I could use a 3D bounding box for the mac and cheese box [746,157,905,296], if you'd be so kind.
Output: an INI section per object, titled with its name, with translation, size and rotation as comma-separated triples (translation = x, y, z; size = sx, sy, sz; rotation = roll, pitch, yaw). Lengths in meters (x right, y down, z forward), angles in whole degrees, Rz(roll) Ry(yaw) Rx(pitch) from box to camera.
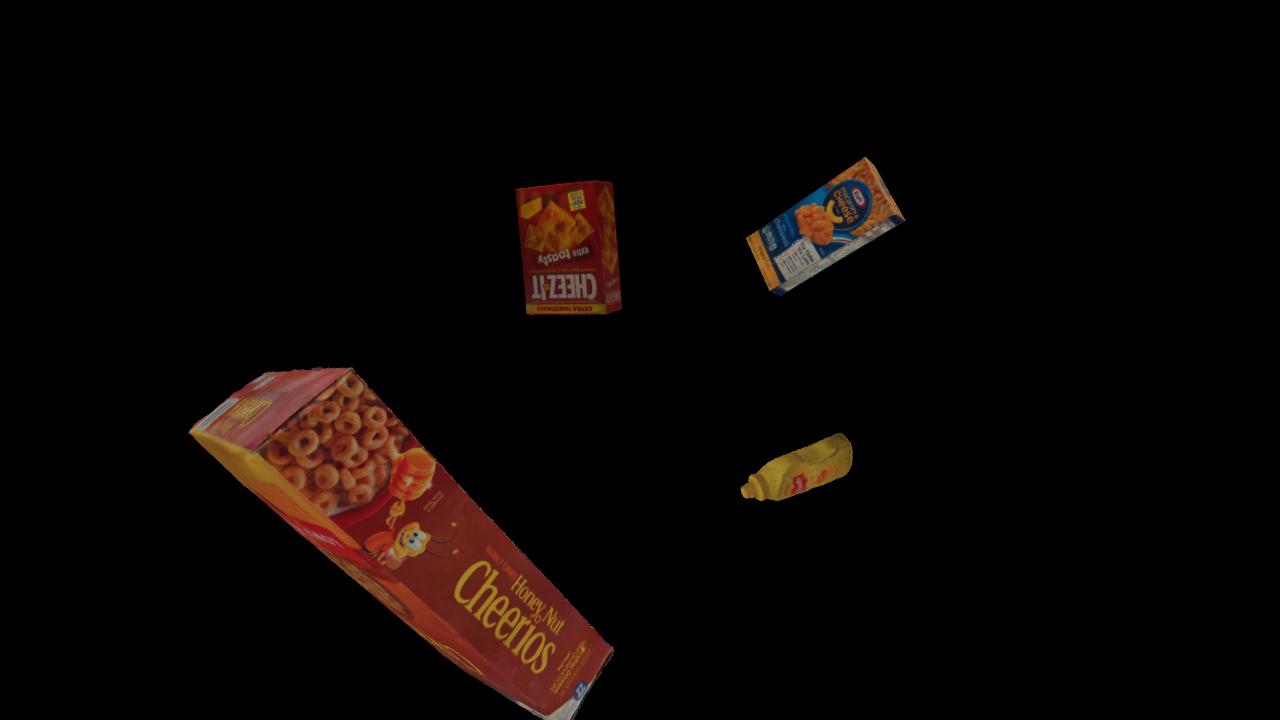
[mac and cheese box]
translation = 0.236, -0.170, 0.806
size = 0.184, 0.093, 0.041
rotation = -33, -27, 32

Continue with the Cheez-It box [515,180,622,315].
[Cheez-It box]
translation = -0.125, -0.192, 1.072
size = 0.166, 0.223, 0.071
rotation = 3, 14, 26

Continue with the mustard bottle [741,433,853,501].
[mustard bottle]
translation = 0.240, 0.178, 0.963
size = 0.184, 0.054, 0.092
rotation = -17, -39, -16

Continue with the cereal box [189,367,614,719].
[cereal box]
translation = -0.178, 0.142, 0.470
size = 0.203, 0.306, 0.081
rotation = -1, 39, 46
